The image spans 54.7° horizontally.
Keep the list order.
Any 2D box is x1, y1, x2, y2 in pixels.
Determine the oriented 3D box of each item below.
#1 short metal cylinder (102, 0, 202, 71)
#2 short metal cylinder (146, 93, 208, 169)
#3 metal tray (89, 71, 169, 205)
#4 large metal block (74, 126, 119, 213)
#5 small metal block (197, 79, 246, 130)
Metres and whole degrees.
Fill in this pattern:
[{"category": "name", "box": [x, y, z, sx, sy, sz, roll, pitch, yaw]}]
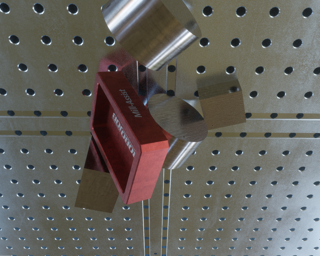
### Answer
[{"category": "short metal cylinder", "box": [-0.006, -0.101, 0.290, 0.050, 0.080, 0.080, -36, 122, 26]}, {"category": "short metal cylinder", "box": [0.011, 0.003, 0.378, 0.080, 0.080, 0.050, 21, 127, -18]}, {"category": "metal tray", "box": [-0.042, 0.007, 0.348, 0.030, 0.130, 0.089, -9, 136, -29]}, {"category": "large metal block", "box": [-0.077, 0.056, 0.422, 0.050, 0.080, 0.079, 14, 129, -12]}, {"category": "small metal block", "box": [0.078, -0.028, 0.388, 0.050, 0.025, 0.050, -12, 129, 10]}]
